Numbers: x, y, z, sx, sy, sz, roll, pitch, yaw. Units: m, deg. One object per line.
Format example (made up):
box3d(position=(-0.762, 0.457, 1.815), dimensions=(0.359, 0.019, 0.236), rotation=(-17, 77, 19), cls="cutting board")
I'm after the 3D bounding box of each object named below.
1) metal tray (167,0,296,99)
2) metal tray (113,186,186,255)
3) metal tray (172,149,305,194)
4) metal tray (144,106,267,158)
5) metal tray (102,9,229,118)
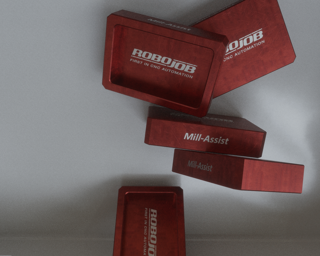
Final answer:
box3d(position=(0.084, -0.096, 0.374), dimensions=(0.130, 0.030, 0.090), rotation=(-25, 109, 8), cls="metal tray")
box3d(position=(-0.013, 0.143, 0.410), dimensions=(0.091, 0.130, 0.030), rotation=(1, 144, -1), cls="metal tray")
box3d(position=(0.083, 0.047, 0.360), dimensions=(0.091, 0.130, 0.030), rotation=(8, 87, -26), cls="metal tray")
box3d(position=(0.049, 0.002, 0.375), dimensions=(0.131, 0.090, 0.030), rotation=(7, 102, -3), cls="metal tray")
box3d(position=(0.002, -0.073, 0.353), dimensions=(0.130, 0.030, 0.089), rotation=(18, 123, 10), cls="metal tray")
